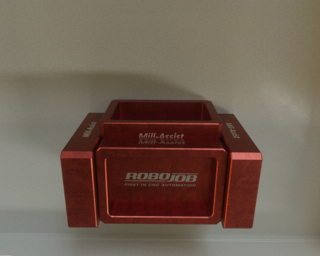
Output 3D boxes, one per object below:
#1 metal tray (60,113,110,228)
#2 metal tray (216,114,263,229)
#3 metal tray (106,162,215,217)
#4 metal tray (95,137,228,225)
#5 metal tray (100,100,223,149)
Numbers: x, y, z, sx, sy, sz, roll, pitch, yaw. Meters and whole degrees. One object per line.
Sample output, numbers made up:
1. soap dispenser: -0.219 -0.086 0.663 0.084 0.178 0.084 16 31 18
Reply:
1. metal tray: -0.080 0.043 0.369 0.030 0.130 0.089 1 111 0
2. metal tray: 0.082 0.044 0.370 0.030 0.130 0.089 1 111 0
3. metal tray: 0.001 0.076 0.401 0.131 0.090 0.030 0 110 0
4. metal tray: 0.001 0.057 0.331 0.131 0.030 0.089 1 110 -1
5. metal tray: 0.002 -0.007 0.371 0.131 0.090 0.030 0 111 0
